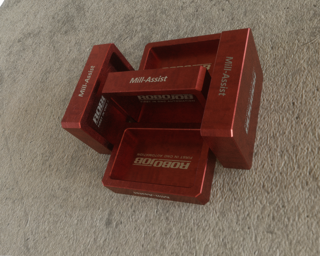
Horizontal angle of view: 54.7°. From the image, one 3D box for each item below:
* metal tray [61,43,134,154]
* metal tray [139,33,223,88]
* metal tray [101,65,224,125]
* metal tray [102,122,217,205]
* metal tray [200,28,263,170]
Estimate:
[{"bbox_3d":[-0.074,-0.039,0.426,0.030,0.090,0.130,1,63,29],"label":"metal tray"},{"bbox_3d":[0.033,-0.082,0.436,0.130,0.030,0.090,1,65,28],"label":"metal tray"},{"bbox_3d":[0.006,-0.034,0.383,0.130,0.090,0.030,1,64,29],"label":"metal tray"},{"bbox_3d":[0.001,0.039,0.379,0.130,0.030,0.090,1,61,28],"label":"metal tray"},{"bbox_3d":[0.084,-0.030,0.338,0.030,0.090,0.130,1,62,29],"label":"metal tray"}]
